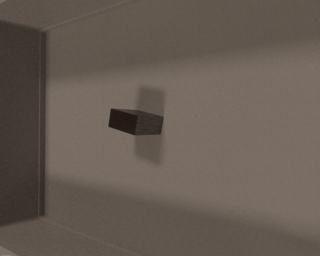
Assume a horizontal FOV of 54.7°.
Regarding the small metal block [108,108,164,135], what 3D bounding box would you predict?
[{"bbox_3d":[-0.032,-0.008,0.415,0.050,0.050,0.025,16,100,38],"label":"small metal block"}]
